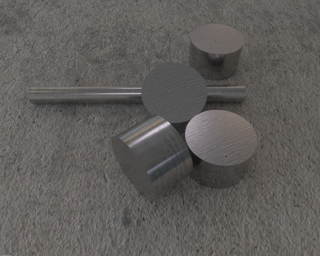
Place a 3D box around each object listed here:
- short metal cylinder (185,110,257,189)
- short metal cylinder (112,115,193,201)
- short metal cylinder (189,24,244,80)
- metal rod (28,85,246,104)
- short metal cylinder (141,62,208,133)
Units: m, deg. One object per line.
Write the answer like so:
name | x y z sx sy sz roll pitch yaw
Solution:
short metal cylinder | 0.069 0.025 0.367 0.081 0.050 0.080 0 50 0
short metal cylinder | -0.010 0.032 0.340 0.050 0.080 0.080 -31 57 -23
short metal cylinder | 0.087 -0.121 0.489 0.081 0.050 0.080 0 50 0
metal rod | -0.031 -0.048 0.443 0.302 0.025 0.025 -1 50 -1
short metal cylinder | 0.018 -0.037 0.400 0.081 0.050 0.080 0 73 0
